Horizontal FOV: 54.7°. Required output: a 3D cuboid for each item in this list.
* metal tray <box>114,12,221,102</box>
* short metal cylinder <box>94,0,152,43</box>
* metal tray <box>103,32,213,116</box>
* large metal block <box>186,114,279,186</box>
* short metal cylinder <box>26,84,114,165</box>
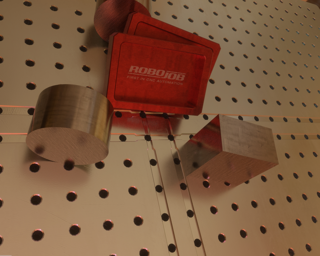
[{"bbox_3d":[0.008,-0.094,0.430,0.131,0.089,0.030,15,14,-20],"label":"metal tray"},{"bbox_3d":[-0.051,-0.163,0.442,0.081,0.080,0.050,13,51,-21],"label":"short metal cylinder"},{"bbox_3d":[-0.003,-0.067,0.401,0.131,0.030,0.089,4,104,-20],"label":"metal tray"},{"bbox_3d":[0.090,0.032,0.402,0.081,0.080,0.050,14,56,-21],"label":"large metal block"},{"bbox_3d":[-0.091,-0.001,0.324,0.081,0.080,0.050,15,56,-20],"label":"short metal cylinder"}]
